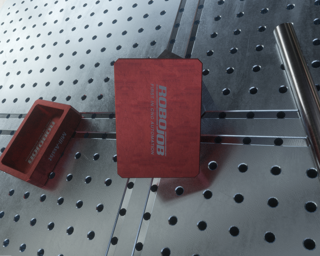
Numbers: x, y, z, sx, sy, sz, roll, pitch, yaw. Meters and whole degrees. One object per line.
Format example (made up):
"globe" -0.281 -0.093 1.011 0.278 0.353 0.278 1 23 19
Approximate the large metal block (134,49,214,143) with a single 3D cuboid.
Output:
"large metal block" 0.012 -0.036 0.389 0.080 0.080 0.050 -48 51 -5

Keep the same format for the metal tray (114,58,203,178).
"metal tray" -0.002 -0.011 0.342 0.091 0.030 0.129 0 103 -1

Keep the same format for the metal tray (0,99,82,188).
"metal tray" -0.192 0.020 0.493 0.090 0.030 0.130 12 67 33

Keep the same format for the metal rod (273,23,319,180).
"metal rod" 0.163 0.000 0.322 0.025 0.025 0.299 -15 56 20
